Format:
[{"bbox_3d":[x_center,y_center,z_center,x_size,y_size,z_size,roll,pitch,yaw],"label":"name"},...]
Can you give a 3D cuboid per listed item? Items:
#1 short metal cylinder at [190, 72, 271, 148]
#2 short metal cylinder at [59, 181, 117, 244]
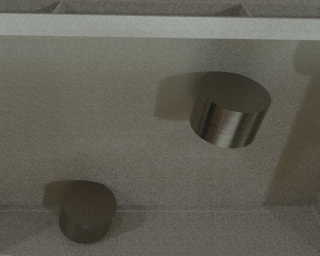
[{"bbox_3d":[0.079,-0.022,0.355,0.081,0.080,0.050,6,130,-6],"label":"short metal cylinder"},{"bbox_3d":[-0.113,0.131,0.483,0.081,0.080,0.050,14,129,-12],"label":"short metal cylinder"}]
